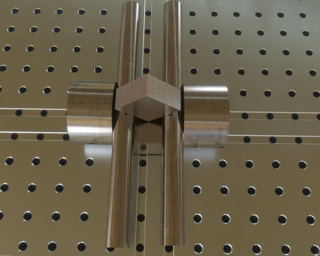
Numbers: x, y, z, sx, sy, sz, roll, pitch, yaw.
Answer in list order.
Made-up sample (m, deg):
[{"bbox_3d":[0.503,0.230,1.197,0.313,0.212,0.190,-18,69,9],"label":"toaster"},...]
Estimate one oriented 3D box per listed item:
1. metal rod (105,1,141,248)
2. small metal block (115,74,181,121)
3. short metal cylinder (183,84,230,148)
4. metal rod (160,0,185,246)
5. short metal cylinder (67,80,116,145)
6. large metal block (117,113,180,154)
[{"bbox_3d":[-0.040,-0.020,0.362,0.025,0.025,0.299,1,70,0],"label":"metal rod"},{"bbox_3d":[-0.013,-0.031,0.339,0.050,0.050,0.025,-17,64,41],"label":"small metal block"},{"bbox_3d":[0.053,-0.015,0.384,0.050,0.080,0.080,0,70,1],"label":"short metal cylinder"},{"bbox_3d":[0.015,-0.022,0.363,0.025,0.025,0.299,1,70,0],"label":"metal rod"},{"bbox_3d":[-0.079,-0.019,0.385,0.050,0.080,0.080,1,70,0],"label":"short metal cylinder"},{"bbox_3d":[-0.013,-0.012,0.398,0.081,0.050,0.080,1,70,0],"label":"large metal block"}]
